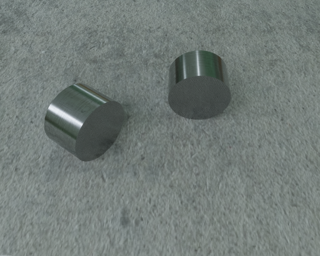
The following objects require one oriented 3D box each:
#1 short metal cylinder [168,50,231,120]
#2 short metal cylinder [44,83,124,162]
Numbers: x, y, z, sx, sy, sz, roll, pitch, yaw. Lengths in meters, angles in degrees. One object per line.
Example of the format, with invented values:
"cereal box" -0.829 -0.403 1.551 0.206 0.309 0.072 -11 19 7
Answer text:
"short metal cylinder" 0.052 -0.056 0.415 0.081 0.080 0.050 2 50 1
"short metal cylinder" -0.089 -0.007 0.372 0.050 0.080 0.080 30 56 22
